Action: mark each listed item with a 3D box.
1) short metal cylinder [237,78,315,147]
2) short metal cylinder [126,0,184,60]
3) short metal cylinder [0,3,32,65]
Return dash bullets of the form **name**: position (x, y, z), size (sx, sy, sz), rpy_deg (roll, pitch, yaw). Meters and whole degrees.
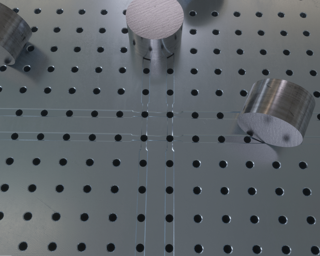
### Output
- **short metal cylinder**: position (0.145, -0.018, 0.390), size (0.080, 0.080, 0.050), rpy_deg (25, 72, 9)
- **short metal cylinder**: position (-0.007, -0.148, 0.452), size (0.081, 0.050, 0.080), rpy_deg (0, 70, 0)
- **short metal cylinder**: position (-0.228, -0.132, 0.429), size (0.080, 0.080, 0.050), rpy_deg (19, 71, 7)
